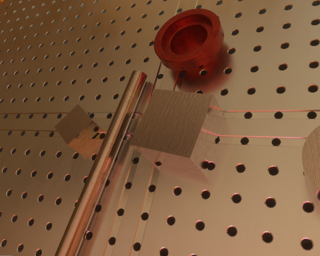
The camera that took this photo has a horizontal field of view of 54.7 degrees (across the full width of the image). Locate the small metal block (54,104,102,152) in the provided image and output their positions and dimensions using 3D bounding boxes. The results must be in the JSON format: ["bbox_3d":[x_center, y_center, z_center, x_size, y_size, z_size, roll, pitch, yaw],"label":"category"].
[{"bbox_3d":[-0.125,-0.001,0.472,0.050,0.025,0.050,-45,51,-4],"label":"small metal block"}]

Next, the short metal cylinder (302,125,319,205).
[{"bbox_3d":[0.173,0.036,0.279,0.080,0.050,0.080,-13,56,20],"label":"short metal cylinder"}]

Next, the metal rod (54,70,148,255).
[{"bbox_3d":[-0.077,0.051,0.415,0.025,0.025,0.300,6,64,30],"label":"metal rod"}]

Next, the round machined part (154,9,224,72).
[{"bbox_3d":[0.044,-0.121,0.447,0.098,0.042,0.098,-13,56,20],"label":"round machined part"}]

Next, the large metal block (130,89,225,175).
[{"bbox_3d":[0.023,0.003,0.378,0.080,0.050,0.080,10,67,32],"label":"large metal block"}]
